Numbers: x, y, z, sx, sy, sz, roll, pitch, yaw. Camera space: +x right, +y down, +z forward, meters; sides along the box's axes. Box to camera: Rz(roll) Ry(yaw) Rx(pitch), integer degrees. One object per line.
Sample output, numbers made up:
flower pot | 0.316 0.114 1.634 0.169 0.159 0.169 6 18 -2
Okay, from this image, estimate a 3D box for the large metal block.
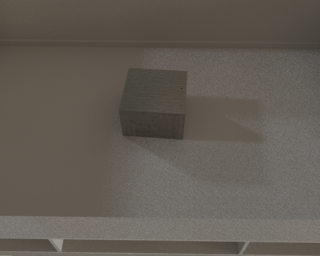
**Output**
large metal block | -0.006 -0.034 0.417 0.080 0.050 0.080 4 50 3
